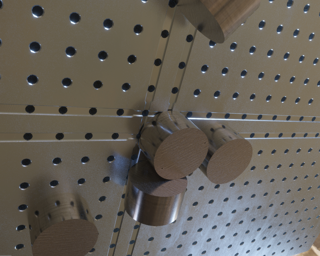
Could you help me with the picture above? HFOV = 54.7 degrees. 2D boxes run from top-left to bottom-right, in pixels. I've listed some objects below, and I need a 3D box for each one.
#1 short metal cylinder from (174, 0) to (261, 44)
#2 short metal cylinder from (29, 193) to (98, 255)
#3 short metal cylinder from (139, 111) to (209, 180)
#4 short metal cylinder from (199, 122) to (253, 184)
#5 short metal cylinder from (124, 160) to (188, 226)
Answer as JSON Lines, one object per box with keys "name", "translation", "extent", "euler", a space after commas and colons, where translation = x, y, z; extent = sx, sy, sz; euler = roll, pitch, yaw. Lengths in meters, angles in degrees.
{"name": "short metal cylinder", "translation": [0.057, -0.136, 0.324], "extent": [0.050, 0.080, 0.080], "euler": [-45, 130, 3]}
{"name": "short metal cylinder", "translation": [-0.128, 0.133, 0.408], "extent": [0.081, 0.050, 0.079], "euler": [-14, 125, -21]}
{"name": "short metal cylinder", "translation": [0.018, 0.023, 0.421], "extent": [0.081, 0.050, 0.079], "euler": [-14, 124, -21]}
{"name": "short metal cylinder", "translation": [0.092, 0.038, 0.471], "extent": [0.081, 0.050, 0.079], "euler": [-14, 125, -21]}
{"name": "short metal cylinder", "translation": [-0.007, 0.088, 0.428], "extent": [0.081, 0.080, 0.050], "euler": [-4, 120, -27]}
